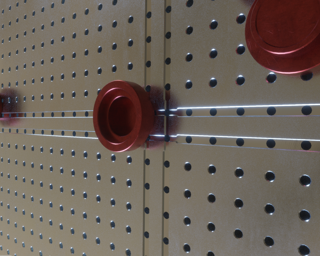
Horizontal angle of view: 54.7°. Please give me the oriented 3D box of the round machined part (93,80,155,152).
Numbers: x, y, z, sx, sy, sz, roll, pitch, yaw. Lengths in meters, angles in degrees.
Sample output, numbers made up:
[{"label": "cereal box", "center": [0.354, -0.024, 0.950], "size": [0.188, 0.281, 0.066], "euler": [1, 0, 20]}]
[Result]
[{"label": "round machined part", "center": [-0.046, -0.016, 0.434], "size": [0.098, 0.042, 0.097], "euler": [0, 90, 39]}]

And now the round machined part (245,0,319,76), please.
[{"label": "round machined part", "center": [0.126, -0.101, 0.293], "size": [0.098, 0.042, 0.097], "euler": [0, 90, 39]}]

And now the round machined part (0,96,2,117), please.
[{"label": "round machined part", "center": [-0.409, -0.051, 0.730], "size": [0.098, 0.042, 0.097], "euler": [0, 90, 39]}]
